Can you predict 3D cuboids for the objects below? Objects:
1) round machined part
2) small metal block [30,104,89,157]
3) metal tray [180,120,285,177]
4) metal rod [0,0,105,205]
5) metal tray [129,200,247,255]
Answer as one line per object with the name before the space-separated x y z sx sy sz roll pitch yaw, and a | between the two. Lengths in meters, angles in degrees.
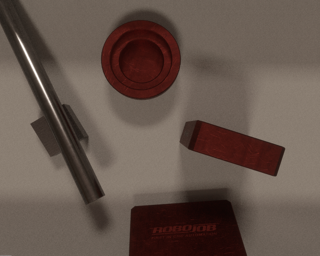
round machined part | -0.023 -0.085 0.403 0.099 0.042 0.097 0 90 -1
small metal block | -0.132 0.003 0.410 0.050 0.025 0.050 -31 90 -1
metal tray | 0.074 0.019 0.360 0.090 0.130 0.030 18 90 -1
metal rod | -0.145 -0.045 0.388 0.025 0.025 0.299 -28 82 0
metal tray | 0.030 0.136 0.378 0.131 0.090 0.030 -4 125 -1
